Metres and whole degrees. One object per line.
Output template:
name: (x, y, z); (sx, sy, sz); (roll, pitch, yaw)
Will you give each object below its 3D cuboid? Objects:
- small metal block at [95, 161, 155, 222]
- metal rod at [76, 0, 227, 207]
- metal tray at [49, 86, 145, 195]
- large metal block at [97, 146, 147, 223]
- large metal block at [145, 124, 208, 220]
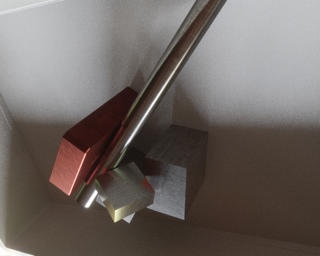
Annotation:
small metal block: (-0.041, 0.073, 0.360); (0.050, 0.050, 0.025); (49, 146, 34)
metal rod: (-0.019, -0.022, 0.343); (0.025, 0.025, 0.298); (36, 112, 4)
metal tray: (-0.073, 0.012, 0.383); (0.030, 0.131, 0.089); (36, 130, 5)
large metal block: (-0.050, 0.073, 0.443); (0.080, 0.080, 0.050); (32, 128, 7)
large metal block: (0.023, 0.053, 0.392); (0.050, 0.080, 0.079); (13, 124, 21)
